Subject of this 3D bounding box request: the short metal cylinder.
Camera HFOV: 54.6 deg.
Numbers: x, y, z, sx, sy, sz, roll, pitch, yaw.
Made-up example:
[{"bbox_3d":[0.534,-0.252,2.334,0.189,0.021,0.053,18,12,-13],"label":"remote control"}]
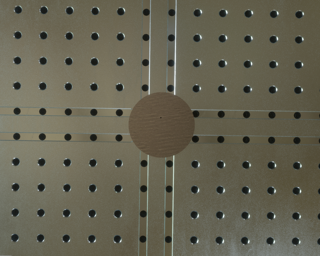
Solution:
[{"bbox_3d":[0.002,-0.004,0.401,0.080,0.050,0.080,0,90,0],"label":"short metal cylinder"}]
